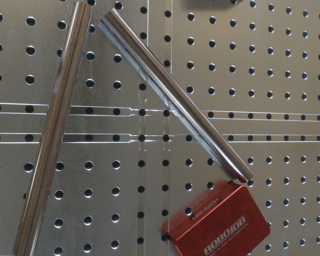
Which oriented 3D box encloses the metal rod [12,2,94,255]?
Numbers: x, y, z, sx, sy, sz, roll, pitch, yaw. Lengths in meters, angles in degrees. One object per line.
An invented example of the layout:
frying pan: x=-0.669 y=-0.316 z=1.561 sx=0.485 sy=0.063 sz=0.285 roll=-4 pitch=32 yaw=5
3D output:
metal rod: x=-0.124 y=-0.002 z=0.366 sx=0.025 sy=0.025 sz=0.298 roll=14 pitch=85 yaw=-20

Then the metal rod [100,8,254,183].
metal rod: x=0.032 y=-0.035 z=0.425 sx=0.025 sy=0.025 sz=0.300 roll=-46 pitch=105 yaw=-14

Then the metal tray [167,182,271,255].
metal tray: x=0.087 y=0.151 z=0.444 sx=0.131 sy=0.030 sz=0.090 roll=-34 pitch=102 yaw=-17
